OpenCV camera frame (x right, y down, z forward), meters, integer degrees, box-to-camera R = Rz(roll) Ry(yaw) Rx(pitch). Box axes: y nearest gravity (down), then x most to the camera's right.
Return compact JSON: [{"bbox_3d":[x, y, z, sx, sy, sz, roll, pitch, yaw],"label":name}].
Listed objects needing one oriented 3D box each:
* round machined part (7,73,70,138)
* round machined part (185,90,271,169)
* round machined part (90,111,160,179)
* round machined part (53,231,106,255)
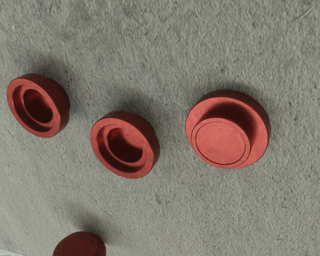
[{"bbox_3d":[-0.176,-0.037,0.466,0.098,0.042,0.097,13,124,21],"label":"round machined part"},{"bbox_3d":[0.075,0.008,0.361,0.098,0.042,0.097,13,124,21],"label":"round machined part"},{"bbox_3d":[-0.044,0.019,0.431,0.098,0.042,0.097,13,124,21],"label":"round machined part"},{"bbox_3d":[-0.152,0.237,0.587,0.098,0.098,0.042,18,125,18],"label":"round machined part"}]
